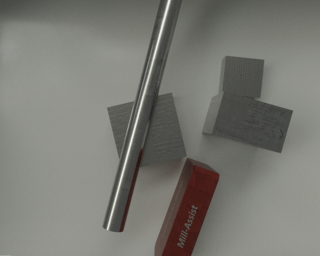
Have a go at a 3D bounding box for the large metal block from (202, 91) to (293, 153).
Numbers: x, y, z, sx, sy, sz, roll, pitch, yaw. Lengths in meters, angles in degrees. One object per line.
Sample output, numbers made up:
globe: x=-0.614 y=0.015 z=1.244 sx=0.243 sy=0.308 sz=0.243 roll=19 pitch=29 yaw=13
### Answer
large metal block: x=0.103 y=-0.007 z=0.385 sx=0.080 sy=0.080 sz=0.050 roll=16 pitch=90 yaw=-1

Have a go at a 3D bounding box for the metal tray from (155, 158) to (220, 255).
metal tray: x=0.029 y=0.106 z=0.379 sx=0.030 sy=0.090 sz=0.129 roll=20 pitch=90 yaw=0

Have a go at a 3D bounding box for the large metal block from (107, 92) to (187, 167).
large metal block: x=-0.016 y=0.005 z=0.399 sx=0.080 sy=0.050 sz=0.080 roll=-13 pitch=90 yaw=-1

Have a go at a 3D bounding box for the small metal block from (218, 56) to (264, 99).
small metal block: x=0.108 y=-0.066 z=0.413 sx=0.050 sy=0.025 sz=0.050 roll=6 pitch=90 yaw=-1

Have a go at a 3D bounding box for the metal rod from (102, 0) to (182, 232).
metal rod: x=-0.017 y=-0.030 z=0.361 sx=0.025 sy=0.025 sz=0.298 roll=14 pitch=87 yaw=-1
